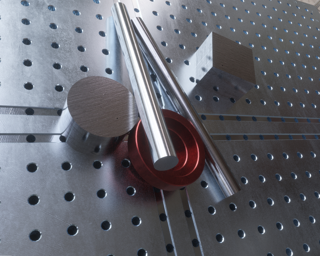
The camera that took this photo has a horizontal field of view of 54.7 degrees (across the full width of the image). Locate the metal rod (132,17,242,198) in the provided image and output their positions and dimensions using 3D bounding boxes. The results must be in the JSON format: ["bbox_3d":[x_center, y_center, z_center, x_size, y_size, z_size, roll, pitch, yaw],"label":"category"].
[{"bbox_3d":[0.029,-0.040,0.449,0.025,0.025,0.299,-17,71,-35],"label":"metal rod"}]

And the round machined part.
[{"bbox_3d":[0.004,0.029,0.378,0.099,0.042,0.098,18,56,-28],"label":"round machined part"}]

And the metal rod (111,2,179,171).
[{"bbox_3d":[-0.029,-0.076,0.396,0.025,0.025,0.300,5,46,-26],"label":"metal rod"}]

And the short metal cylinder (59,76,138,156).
[{"bbox_3d":[-0.072,-0.014,0.362,0.081,0.050,0.080,14,56,-21],"label":"short metal cylinder"}]

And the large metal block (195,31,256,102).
[{"bbox_3d":[0.107,-0.101,0.514,0.081,0.050,0.080,18,55,-18],"label":"large metal block"}]
